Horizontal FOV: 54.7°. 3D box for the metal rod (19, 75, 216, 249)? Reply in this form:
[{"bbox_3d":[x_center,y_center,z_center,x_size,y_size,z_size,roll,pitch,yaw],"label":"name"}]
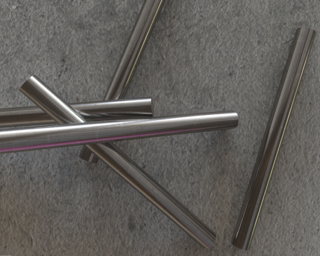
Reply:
[{"bbox_3d":[-0.042,0.049,0.380,0.300,0.025,0.025,43,90,-12],"label":"metal rod"}]

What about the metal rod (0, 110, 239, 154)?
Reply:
[{"bbox_3d":[-0.043,0.002,0.357,0.303,0.025,0.025,-6,90,-22],"label":"metal rod"}]

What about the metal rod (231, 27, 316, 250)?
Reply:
[{"bbox_3d":[0.151,0.014,0.412,0.025,0.025,0.298,17,90,-1],"label":"metal rod"}]

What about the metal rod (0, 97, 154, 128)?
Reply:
[{"bbox_3d":[-0.159,-0.016,0.391,0.302,0.025,0.025,-4,90,6],"label":"metal rod"}]

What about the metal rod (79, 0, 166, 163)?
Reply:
[{"bbox_3d":[-0.037,-0.096,0.409,0.025,0.025,0.299,23,90,-1],"label":"metal rod"}]
